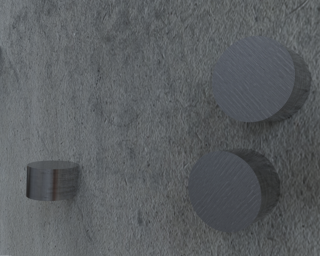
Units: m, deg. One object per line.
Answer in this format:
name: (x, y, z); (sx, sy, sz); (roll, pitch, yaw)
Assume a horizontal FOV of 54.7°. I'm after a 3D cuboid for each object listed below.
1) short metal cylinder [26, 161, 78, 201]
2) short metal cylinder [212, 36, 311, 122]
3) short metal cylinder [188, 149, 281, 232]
short metal cylinder: (-0.179, 0.086, 0.518); (0.080, 0.081, 0.050); (6, 94, 40)
short metal cylinder: (0.100, -0.045, 0.306); (0.080, 0.050, 0.080); (0, 90, 40)
short metal cylinder: (0.077, 0.062, 0.325); (0.080, 0.050, 0.080); (0, 90, 40)
